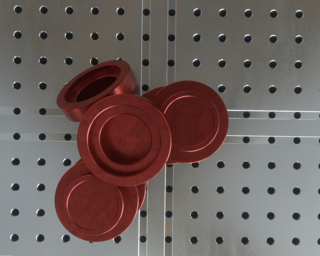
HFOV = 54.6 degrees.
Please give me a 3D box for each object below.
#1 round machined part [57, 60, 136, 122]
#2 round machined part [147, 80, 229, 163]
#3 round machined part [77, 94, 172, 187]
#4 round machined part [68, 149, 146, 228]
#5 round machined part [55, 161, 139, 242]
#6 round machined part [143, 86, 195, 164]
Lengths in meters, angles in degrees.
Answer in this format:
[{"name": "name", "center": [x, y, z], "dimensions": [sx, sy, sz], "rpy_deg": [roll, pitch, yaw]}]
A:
[{"name": "round machined part", "center": [-0.074, -0.040, 0.385], "dimensions": [0.098, 0.098, 0.042], "rpy_deg": [-27, 125, 0]}, {"name": "round machined part", "center": [0.032, -0.007, 0.362], "dimensions": [0.099, 0.042, 0.097], "rpy_deg": [0, 89, 0]}, {"name": "round machined part", "center": [-0.036, 0.011, 0.341], "dimensions": [0.098, 0.042, 0.097], "rpy_deg": [0, 98, 3]}, {"name": "round machined part", "center": [-0.067, 0.075, 0.384], "dimensions": [0.099, 0.042, 0.097], "rpy_deg": [0, 90, 0]}, {"name": "round machined part", "center": [-0.074, 0.085, 0.362], "dimensions": [0.099, 0.042, 0.097], "rpy_deg": [0, 90, 0]}, {"name": "round machined part", "center": [0.010, -0.003, 0.384], "dimensions": [0.099, 0.042, 0.097], "rpy_deg": [0, 90, 0]}]
